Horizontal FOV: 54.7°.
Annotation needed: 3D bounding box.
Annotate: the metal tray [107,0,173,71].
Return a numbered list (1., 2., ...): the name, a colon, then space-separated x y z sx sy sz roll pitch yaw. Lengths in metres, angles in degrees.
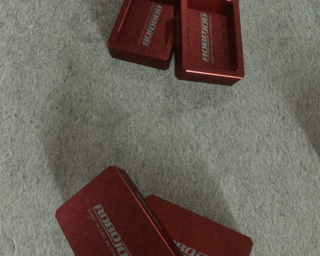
1. metal tray: -0.014 -0.157 0.462 0.090 0.030 0.130 15 70 5

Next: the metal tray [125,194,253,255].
1. metal tray: 0.028 0.143 0.353 0.130 0.030 0.090 22 71 7

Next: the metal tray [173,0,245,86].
1. metal tray: 0.067 -0.128 0.434 0.091 0.030 0.129 4 74 -17

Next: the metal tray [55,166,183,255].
1. metal tray: -0.047 0.118 0.338 0.090 0.030 0.130 -40 64 2
